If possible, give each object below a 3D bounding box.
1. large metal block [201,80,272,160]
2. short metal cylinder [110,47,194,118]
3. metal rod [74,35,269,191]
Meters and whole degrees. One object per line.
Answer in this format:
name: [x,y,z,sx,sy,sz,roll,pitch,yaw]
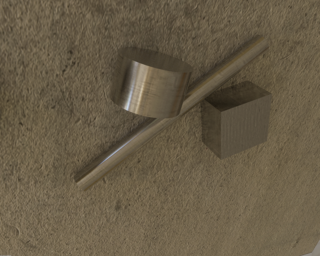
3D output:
large metal block: [0.107,-0.012,0.442,0.081,0.050,0.079,-20,126,-17]
short metal cylinder: [-0.010,-0.051,0.335,0.081,0.080,0.050,2,118,-29]
metal rod: [0.017,-0.021,0.402,0.301,0.025,0.025,-38,129,-3]
